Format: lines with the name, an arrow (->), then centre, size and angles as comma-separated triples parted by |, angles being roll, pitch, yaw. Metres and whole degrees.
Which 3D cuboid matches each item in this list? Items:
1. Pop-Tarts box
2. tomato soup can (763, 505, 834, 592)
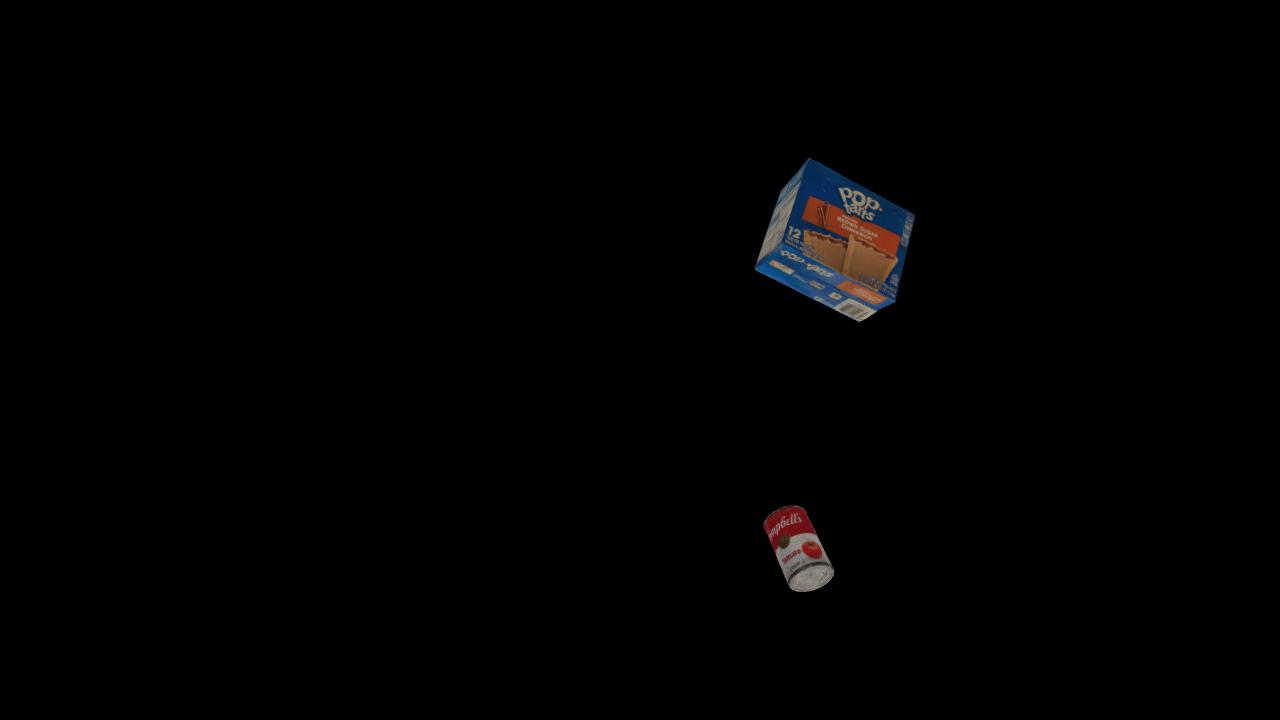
Pop-Tarts box -> 0.257, -0.155, 0.808 | 0.167, 0.141, 0.083 | 25, -22, -9
tomato soup can -> 0.226, 0.270, 0.879 | 0.068, 0.068, 0.101 | 0, 39, -14
